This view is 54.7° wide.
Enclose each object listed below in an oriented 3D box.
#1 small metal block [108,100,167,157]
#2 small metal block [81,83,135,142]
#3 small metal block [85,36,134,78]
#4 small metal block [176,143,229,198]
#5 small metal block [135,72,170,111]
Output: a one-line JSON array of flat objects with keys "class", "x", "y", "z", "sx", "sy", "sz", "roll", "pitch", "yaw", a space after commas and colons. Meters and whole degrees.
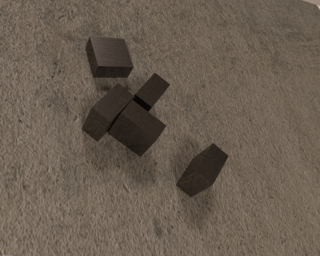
[{"class": "small metal block", "x": -0.028, "y": 0.002, "z": 0.373, "sx": 0.050, "sy": 0.050, "sz": 0.025, "roll": 37, "pitch": 51, "yaw": -4}, {"class": "small metal block", "x": -0.062, "y": -0.018, "z": 0.367, "sx": 0.025, "sy": 0.050, "sz": 0.050, "roll": 40, "pitch": 51, "yaw": -2}, {"class": "small metal block", "x": -0.070, "y": -0.097, "z": 0.426, "sx": 0.050, "sy": 0.025, "sz": 0.050, "roll": -5, "pitch": 64, "yaw": -31}, {"class": "small metal block", "x": 0.052, "y": 0.053, "z": 0.385, "sx": 0.025, "sy": 0.050, "sz": 0.050, "roll": 41, "pitch": 51, "yaw": -1}, {"class": "small metal block", "x": -0.019, "y": -0.036, "z": 0.401, "sx": 0.025, "sy": 0.050, "sz": 0.050, "roll": 39, "pitch": 51, "yaw": -3}]
